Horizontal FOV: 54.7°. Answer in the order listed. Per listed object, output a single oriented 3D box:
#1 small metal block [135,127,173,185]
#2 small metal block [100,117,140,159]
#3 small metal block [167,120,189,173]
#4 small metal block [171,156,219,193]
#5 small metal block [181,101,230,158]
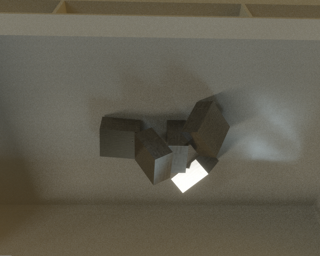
[{"bbox_3d":[-0.009,0.036,0.397,0.025,0.050,0.050,-21,138,-24],"label":"small metal block"},{"bbox_3d":[-0.054,0.014,0.417,0.050,0.025,0.050,5,130,-5],"label":"small metal block"},{"bbox_3d":[0.022,0.024,0.412,0.025,0.050,0.050,1,130,-1],"label":"small metal block"},{"bbox_3d":[0.050,0.059,0.439,0.025,0.050,0.050,50,120,6],"label":"small metal block"},{"bbox_3d":[0.058,0.002,0.389,0.025,0.050,0.050,0,140,44],"label":"small metal block"}]
